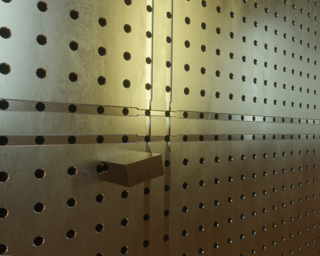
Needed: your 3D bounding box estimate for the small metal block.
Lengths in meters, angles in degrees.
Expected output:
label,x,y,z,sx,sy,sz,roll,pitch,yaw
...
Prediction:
label,x,y,z,sx,sy,sz,roll,pitch,yaw
small metal block,-0.032,0.047,0.366,0.050,0.050,0.025,-13,99,-39
